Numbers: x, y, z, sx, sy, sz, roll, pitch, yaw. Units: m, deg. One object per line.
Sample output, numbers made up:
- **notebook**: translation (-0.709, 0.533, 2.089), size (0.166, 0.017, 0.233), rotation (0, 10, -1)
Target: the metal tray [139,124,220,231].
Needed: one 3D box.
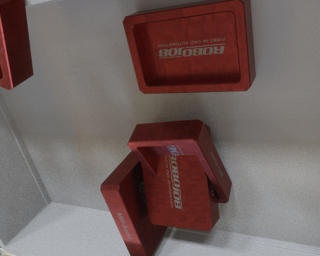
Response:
- **metal tray**: translation (0.024, 0.063, 0.405), size (0.090, 0.030, 0.129), rotation (-3, 98, 29)

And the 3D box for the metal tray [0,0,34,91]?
- **metal tray**: translation (-0.185, -0.099, 0.287), size (0.130, 0.030, 0.089), rotation (23, 133, 10)

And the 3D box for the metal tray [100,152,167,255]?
- **metal tray**: translation (-0.028, 0.109, 0.447), size (0.030, 0.090, 0.129), rotation (-4, 116, 30)

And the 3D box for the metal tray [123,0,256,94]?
- **metal tray**: translation (0.031, -0.085, 0.335), size (0.130, 0.030, 0.089), rotation (2, 119, 27)

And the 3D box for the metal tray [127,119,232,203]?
- **metal tray**: translation (0.029, 0.047, 0.391), size (0.090, 0.030, 0.130), rotation (-4, 136, 30)
